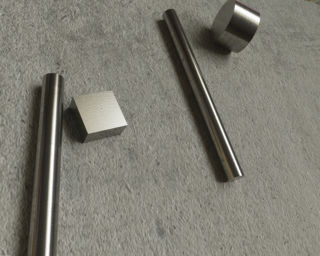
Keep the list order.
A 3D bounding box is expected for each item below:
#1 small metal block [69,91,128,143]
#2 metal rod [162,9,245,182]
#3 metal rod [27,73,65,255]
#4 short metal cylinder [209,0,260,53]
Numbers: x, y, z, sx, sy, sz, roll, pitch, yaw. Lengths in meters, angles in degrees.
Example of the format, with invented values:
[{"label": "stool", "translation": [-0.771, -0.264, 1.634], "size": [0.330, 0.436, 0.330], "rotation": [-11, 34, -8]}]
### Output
[{"label": "small metal block", "translation": [-0.075, -0.014, 0.372], "size": [0.050, 0.025, 0.050], "rotation": [-14, 69, -34]}, {"label": "metal rod", "translation": [0.059, -0.063, 0.473], "size": [0.025, 0.025, 0.299], "rotation": [-4, 64, -30]}, {"label": "metal rod", "translation": [-0.111, 0.073, 0.299], "size": [0.025, 0.025, 0.299], "rotation": [7, 59, -25]}, {"label": "short metal cylinder", "translation": [0.130, -0.180, 0.548], "size": [0.050, 0.080, 0.080], "rotation": [21, 54, -16]}]
